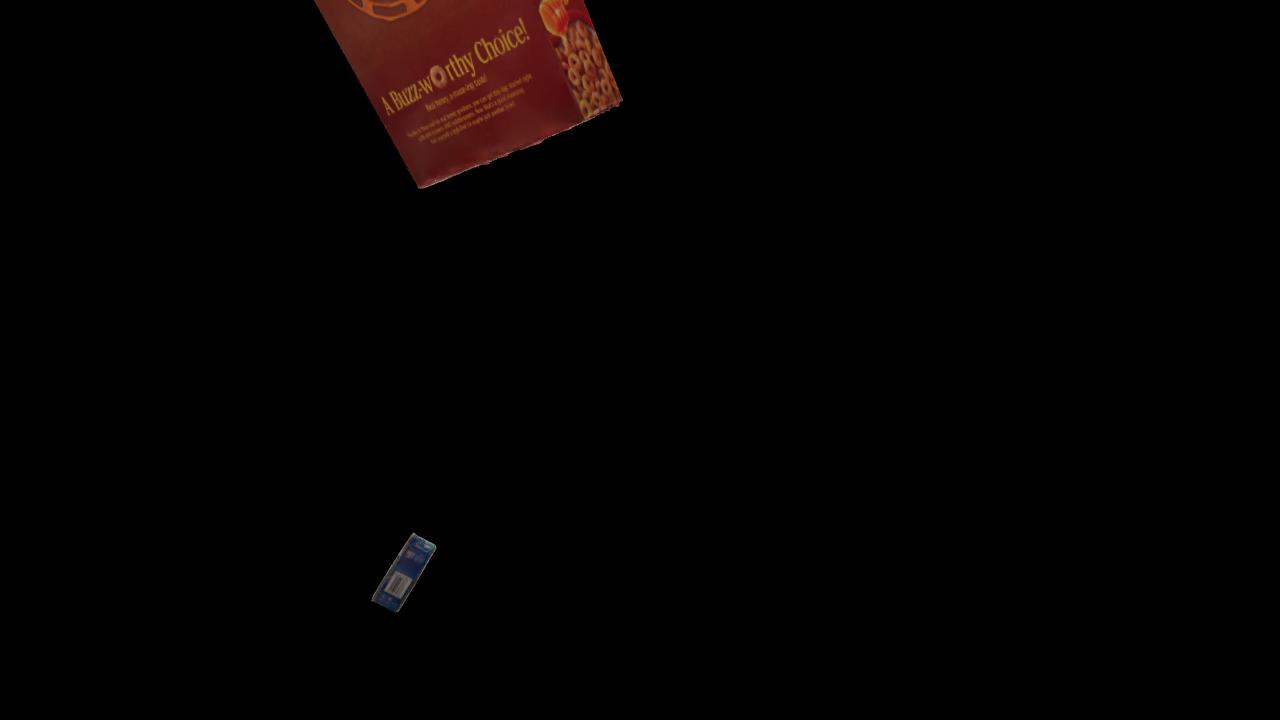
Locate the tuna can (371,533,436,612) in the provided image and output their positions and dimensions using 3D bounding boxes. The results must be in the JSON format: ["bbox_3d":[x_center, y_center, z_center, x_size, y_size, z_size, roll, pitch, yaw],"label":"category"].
[{"bbox_3d":[-0.272,0.246,0.713,0.034,0.084,0.084,31,-5,-8],"label":"tuna can"}]

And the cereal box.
[{"bbox_3d":[-0.164,-0.309,0.473,0.203,0.306,0.081,-8,29,34],"label":"cereal box"}]
